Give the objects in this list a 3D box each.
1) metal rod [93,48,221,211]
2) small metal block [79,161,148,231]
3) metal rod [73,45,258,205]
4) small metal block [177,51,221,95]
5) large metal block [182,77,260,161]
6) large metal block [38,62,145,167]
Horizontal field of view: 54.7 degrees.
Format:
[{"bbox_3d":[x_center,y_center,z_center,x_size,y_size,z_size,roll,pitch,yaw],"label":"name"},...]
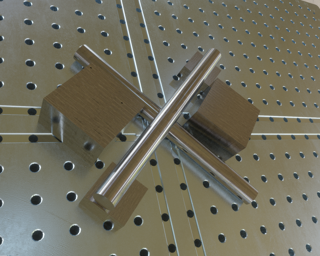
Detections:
[{"bbox_3d":[0.015,-0.022,0.397,0.025,0.025,0.301,39,51,-2],"label":"metal rod"},{"bbox_3d":[-0.049,0.074,0.336,0.050,0.025,0.050,38,51,-3],"label":"small metal block"},{"bbox_3d":[0.009,-0.004,0.414,0.300,0.025,0.025,40,51,-1],"label":"metal rod"},{"bbox_3d":[0.063,-0.088,0.496,0.050,0.025,0.050,39,51,-2],"label":"small metal block"},{"bbox_3d":[0.088,-0.012,0.447,0.080,0.050,0.080,37,51,-4],"label":"large metal block"},{"bbox_3d":[-0.078,-0.017,0.360,0.080,0.050,0.080,40,51,-1],"label":"large metal block"}]
